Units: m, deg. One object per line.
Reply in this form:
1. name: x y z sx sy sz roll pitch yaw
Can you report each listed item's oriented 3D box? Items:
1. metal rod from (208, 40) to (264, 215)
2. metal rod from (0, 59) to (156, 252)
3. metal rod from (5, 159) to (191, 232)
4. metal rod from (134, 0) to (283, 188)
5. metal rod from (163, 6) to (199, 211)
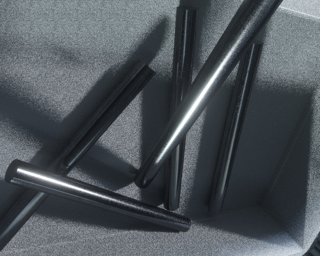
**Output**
1. metal rod: 0.110 0.016 0.478 0.025 0.025 0.298 -9 122 -24
2. metal rod: -0.113 0.040 0.371 0.299 0.025 0.025 -48 129 6
3. metal rod: -0.055 0.102 0.414 0.301 0.025 0.025 31 101 -42
4. metal rod: 0.028 -0.014 0.336 0.025 0.025 0.298 -2 144 -28
5. metal rod: 0.024 -0.005 0.418 0.025 0.025 0.298 -11 123 -22
